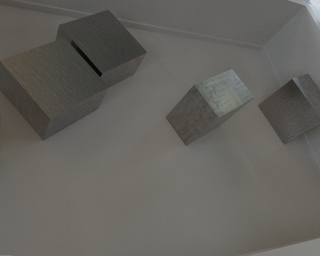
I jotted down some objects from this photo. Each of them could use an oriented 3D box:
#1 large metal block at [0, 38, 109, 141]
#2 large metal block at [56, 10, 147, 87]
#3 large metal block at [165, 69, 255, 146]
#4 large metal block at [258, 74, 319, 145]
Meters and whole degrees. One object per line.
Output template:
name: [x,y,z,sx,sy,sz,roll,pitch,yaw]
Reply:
large metal block: [-0.121,-0.046,0.353,0.080,0.050,0.080,48,51,5]
large metal block: [-0.079,-0.100,0.409,0.080,0.050,0.081,49,51,6]
large metal block: [0.067,-0.028,0.426,0.081,0.080,0.050,-27,77,-37]
large metal block: [0.226,-0.030,0.514,0.050,0.080,0.080,-18,72,-35]
